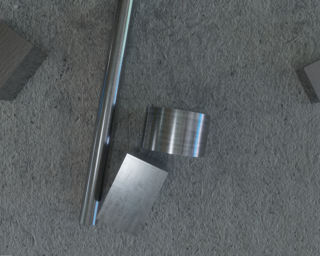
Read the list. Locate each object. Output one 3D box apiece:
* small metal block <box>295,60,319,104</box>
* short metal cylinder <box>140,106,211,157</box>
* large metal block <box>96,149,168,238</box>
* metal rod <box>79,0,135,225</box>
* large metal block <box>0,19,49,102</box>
[{"bbox_3d":[0.219,-0.066,0.412,0.050,0.025,0.050,-26,90,0],"label":"small metal block"},{"bbox_3d":[0.019,0.004,0.383,0.080,0.080,0.050,9,90,0],"label":"short metal cylinder"},{"bbox_3d":[-0.031,0.074,0.382,0.050,0.080,0.080,26,90,0],"label":"large metal block"},{"bbox_3d":[-0.070,-0.023,0.409,0.025,0.025,0.298,10,90,0],"label":"metal rod"},{"bbox_3d":[-0.208,-0.091,0.396,0.080,0.050,0.080,38,90,0],"label":"large metal block"}]
